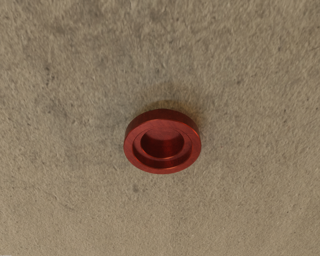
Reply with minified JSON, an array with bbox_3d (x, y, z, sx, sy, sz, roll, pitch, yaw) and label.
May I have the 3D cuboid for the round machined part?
[{"bbox_3d":[0.003,0.013,0.408,0.099,0.042,0.097,-1,130,0],"label":"round machined part"}]
